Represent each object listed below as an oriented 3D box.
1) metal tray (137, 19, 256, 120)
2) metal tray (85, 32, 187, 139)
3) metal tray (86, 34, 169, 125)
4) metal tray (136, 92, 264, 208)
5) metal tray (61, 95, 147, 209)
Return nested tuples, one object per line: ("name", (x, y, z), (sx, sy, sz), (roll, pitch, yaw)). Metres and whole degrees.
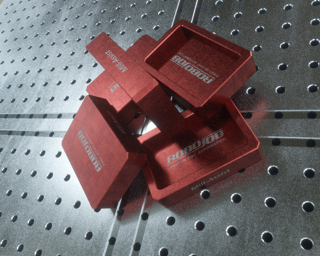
("metal tray", (0.041, -0.079, 0.392), (0.090, 0.030, 0.130), (-45, 51, -4))
("metal tray", (-0.030, -0.052, 0.373), (0.030, 0.090, 0.130), (-42, 51, 0))
("metal tray", (-0.040, -0.074, 0.469), (0.130, 0.030, 0.090), (-43, 51, -2))
("metal tray", (0.041, 0.024, 0.366), (0.130, 0.030, 0.090), (-29, 52, 9))
("metal tray", (-0.078, 0.028, 0.403), (0.090, 0.030, 0.130), (-57, 48, 20))
